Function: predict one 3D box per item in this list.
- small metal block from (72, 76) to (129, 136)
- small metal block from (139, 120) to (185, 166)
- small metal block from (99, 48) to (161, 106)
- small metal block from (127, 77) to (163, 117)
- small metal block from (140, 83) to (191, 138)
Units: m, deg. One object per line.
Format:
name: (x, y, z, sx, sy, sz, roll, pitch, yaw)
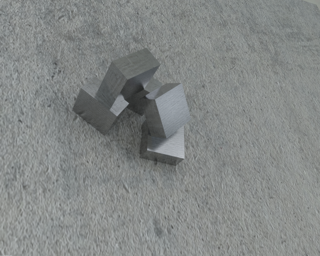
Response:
small metal block: (-0.072, -0.025, 0.367, 0.050, 0.050, 0.025, 39, 51, -3)
small metal block: (0.003, 0.017, 0.398, 0.050, 0.025, 0.050, 15, 56, -20)
small metal block: (-0.034, -0.056, 0.342, 0.050, 0.050, 0.025, -33, 81, -38)
small metal block: (-0.032, -0.048, 0.403, 0.050, 0.050, 0.025, 28, 52, -11)
small metal block: (0.008, -0.022, 0.377, 0.050, 0.025, 0.050, -36, 119, -39)
